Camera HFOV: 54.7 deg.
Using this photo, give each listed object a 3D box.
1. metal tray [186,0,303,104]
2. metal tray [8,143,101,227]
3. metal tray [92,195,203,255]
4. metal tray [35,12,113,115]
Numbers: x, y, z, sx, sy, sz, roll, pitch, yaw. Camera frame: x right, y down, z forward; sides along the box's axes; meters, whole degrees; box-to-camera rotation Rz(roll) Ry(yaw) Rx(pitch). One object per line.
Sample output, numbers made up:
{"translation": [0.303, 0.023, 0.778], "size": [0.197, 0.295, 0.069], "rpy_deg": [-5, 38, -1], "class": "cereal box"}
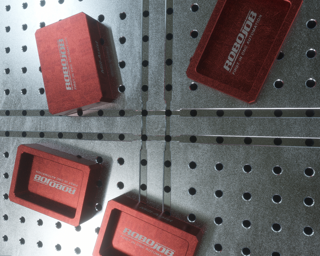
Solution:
{"translation": [0.099, -0.104, 0.374], "size": [0.090, 0.030, 0.129], "rpy_deg": [26, 98, 17], "class": "metal tray"}
{"translation": [-0.159, 0.082, 0.464], "size": [0.130, 0.030, 0.089], "rpy_deg": [14, 95, 19], "class": "metal tray"}
{"translation": [-0.019, 0.157, 0.415], "size": [0.130, 0.030, 0.089], "rpy_deg": [19, 96, 18], "class": "metal tray"}
{"translation": [-0.127, -0.091, 0.453], "size": [0.090, 0.030, 0.129], "rpy_deg": [-13, 86, 19], "class": "metal tray"}
